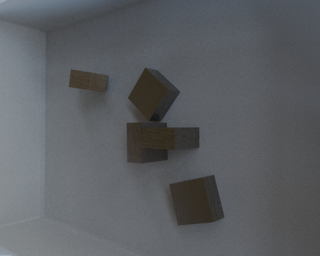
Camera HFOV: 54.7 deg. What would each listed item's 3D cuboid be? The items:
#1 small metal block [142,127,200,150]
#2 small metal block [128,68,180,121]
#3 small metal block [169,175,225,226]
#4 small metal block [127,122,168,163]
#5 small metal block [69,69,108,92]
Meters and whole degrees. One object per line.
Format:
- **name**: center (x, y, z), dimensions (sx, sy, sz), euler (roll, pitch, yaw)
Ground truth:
- **small metal block**: center (0.013, 0.012, 0.378), dimensions (0.050, 0.050, 0.025), euler (0, 90, 39)
- **small metal block**: center (-0.009, -0.044, 0.412), dimensions (0.050, 0.025, 0.050), euler (48, 118, 29)
- **small metal block**: center (0.043, 0.086, 0.370), dimensions (0.050, 0.025, 0.050), euler (-20, 78, 38)
- **small metal block**: center (-0.016, 0.018, 0.402), dimensions (0.025, 0.050, 0.050), euler (-2, 89, 40)
- **small metal block**: center (-0.105, -0.070, 0.461), dimensions (0.050, 0.050, 0.025), euler (-132, 50, -78)
